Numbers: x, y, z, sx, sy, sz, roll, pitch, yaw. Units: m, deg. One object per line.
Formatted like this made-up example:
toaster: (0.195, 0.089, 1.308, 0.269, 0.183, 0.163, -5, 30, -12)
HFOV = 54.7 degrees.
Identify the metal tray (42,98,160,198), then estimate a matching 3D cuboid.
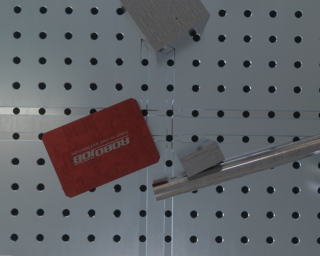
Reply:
metal tray: (-0.076, 0.025, 0.410, 0.131, 0.030, 0.090, -22, 90, 0)

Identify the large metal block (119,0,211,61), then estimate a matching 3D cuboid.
large metal block: (0.006, -0.147, 0.401, 0.080, 0.050, 0.080, -35, 90, 0)

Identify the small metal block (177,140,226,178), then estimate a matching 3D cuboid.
small metal block: (0.052, 0.038, 0.401, 0.050, 0.050, 0.025, -26, 90, 0)

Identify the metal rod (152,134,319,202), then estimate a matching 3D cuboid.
metal rod: (0.138, 0.044, 0.414, 0.302, 0.025, 0.025, -16, 90, 0)
